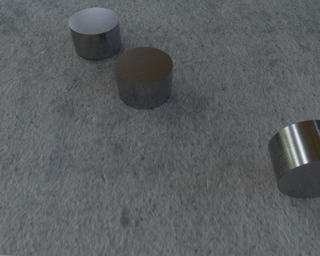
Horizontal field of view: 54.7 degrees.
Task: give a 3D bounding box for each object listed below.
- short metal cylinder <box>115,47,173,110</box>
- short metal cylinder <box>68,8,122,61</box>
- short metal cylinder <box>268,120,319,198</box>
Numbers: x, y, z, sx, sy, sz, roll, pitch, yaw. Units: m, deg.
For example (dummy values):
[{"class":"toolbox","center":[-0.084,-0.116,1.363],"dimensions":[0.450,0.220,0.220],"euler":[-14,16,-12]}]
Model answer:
[{"class":"short metal cylinder","center":[-0.022,-0.073,0.448],"dimensions":[0.081,0.050,0.080],"euler":[0,50,0]},{"class":"short metal cylinder","center":[-0.107,-0.158,0.518],"dimensions":[0.081,0.050,0.080],"euler":[0,50,0]},{"class":"short metal cylinder","center":[0.165,0.036,0.339],"dimensions":[0.081,0.080,0.050],"euler":[1,50,0]}]
